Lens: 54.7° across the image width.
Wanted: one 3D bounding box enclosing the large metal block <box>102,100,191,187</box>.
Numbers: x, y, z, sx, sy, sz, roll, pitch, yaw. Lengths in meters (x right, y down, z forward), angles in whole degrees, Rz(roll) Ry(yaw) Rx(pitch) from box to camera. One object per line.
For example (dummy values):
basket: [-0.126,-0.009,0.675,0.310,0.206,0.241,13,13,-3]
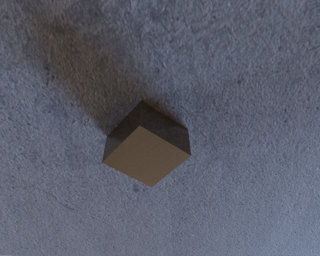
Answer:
large metal block: [-0.018,0.023,0.411,0.080,0.050,0.080,32,123,-25]
